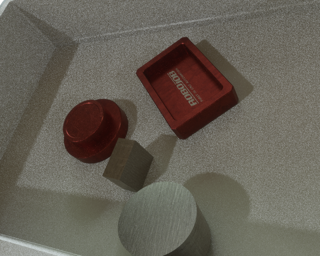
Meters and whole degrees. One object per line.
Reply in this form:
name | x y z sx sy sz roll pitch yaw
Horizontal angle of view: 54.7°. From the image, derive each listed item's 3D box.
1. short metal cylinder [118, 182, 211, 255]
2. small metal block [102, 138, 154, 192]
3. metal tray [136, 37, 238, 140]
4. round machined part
short metal cylinder | 0.005 0.101 0.311 0.080 0.050 0.080 -15 41 14
small metal block | -0.037 0.047 0.379 0.025 0.050 0.050 7 65 31
metal tray | 0.032 -0.058 0.420 0.090 0.030 0.130 -35 52 5
round machined part | -0.099 -0.002 0.446 0.098 0.042 0.098 -13 56 20
